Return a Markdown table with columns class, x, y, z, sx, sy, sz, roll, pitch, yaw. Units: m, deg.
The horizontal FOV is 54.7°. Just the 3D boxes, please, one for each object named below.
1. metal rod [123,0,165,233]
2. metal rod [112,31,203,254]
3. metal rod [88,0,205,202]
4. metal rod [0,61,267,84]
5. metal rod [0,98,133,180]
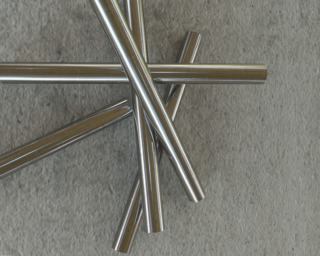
| class | x | y | z | sx | sy | sz | roll | pitch | yaw |
| --- | --- | --- | --- | --- | --- | --- | --- | --- | --- |
| metal rod | -0.021 | -0.025 | 0.384 | 0.025 | 0.025 | 0.298 | -4 | 85 | -20 |
| metal rod | -0.001 | 0.013 | 0.409 | 0.025 | 0.025 | 0.299 | 21 | 83 | -19 |
| metal rod | -0.006 | -0.023 | 0.357 | 0.025 | 0.025 | 0.299 | -36 | 121 | -17 |
| metal rod | -0.025 | -0.064 | 0.361 | 0.302 | 0.025 | 0.025 | -1 | 91 | -6 |
| metal rod | -0.168 | 0.039 | 0.347 | 0.302 | 0.025 | 0.025 | -27 | 100 | -18 |
